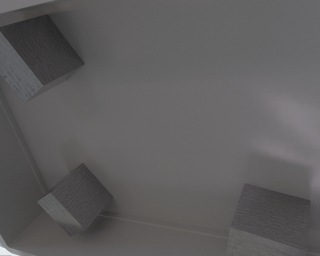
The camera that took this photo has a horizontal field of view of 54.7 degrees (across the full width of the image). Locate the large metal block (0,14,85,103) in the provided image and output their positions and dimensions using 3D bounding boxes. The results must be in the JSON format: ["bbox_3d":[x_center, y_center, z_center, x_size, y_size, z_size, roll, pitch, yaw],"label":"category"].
[{"bbox_3d":[-0.161,-0.091,0.402,0.050,0.080,0.080,-28,103,37],"label":"large metal block"}]

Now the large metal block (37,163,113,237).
[{"bbox_3d":[-0.140,0.120,0.521,0.050,0.080,0.080,-34,100,38],"label":"large metal block"}]

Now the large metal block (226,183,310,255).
[{"bbox_3d":[0.133,0.122,0.378,0.080,0.080,0.050,13,124,21],"label":"large metal block"}]
